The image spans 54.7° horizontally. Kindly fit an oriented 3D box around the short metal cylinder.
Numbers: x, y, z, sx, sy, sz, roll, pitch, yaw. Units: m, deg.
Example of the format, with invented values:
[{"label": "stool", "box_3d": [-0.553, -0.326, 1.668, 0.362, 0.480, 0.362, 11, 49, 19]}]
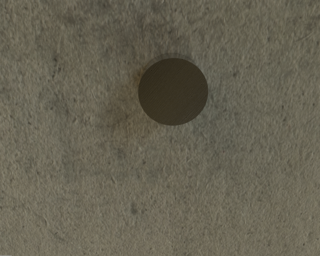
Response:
[{"label": "short metal cylinder", "box_3d": [0.015, -0.049, 0.379, 0.081, 0.050, 0.079, 0, 110, -1]}]
